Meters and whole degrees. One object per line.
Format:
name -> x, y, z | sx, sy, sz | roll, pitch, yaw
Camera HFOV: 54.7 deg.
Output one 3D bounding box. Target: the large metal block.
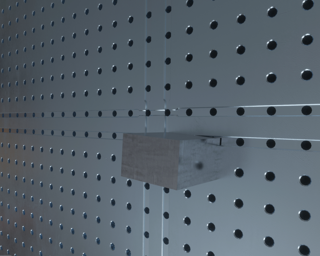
large metal block -> 0.013, 0.034, 0.361 | 0.080, 0.081, 0.050 | 6, 94, 39
